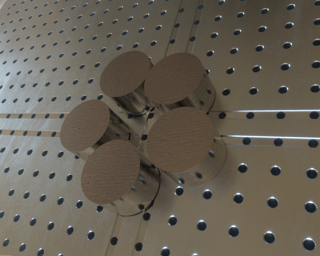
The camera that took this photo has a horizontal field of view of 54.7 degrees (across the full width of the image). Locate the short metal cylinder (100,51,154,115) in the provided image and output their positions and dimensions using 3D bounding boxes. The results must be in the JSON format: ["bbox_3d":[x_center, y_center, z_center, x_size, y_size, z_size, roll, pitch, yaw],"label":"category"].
[{"bbox_3d":[-0.040,-0.065,0.452,0.080,0.050,0.080,-13,56,21],"label":"short metal cylinder"}]

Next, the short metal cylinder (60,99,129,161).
[{"bbox_3d":[-0.091,0.007,0.436,0.080,0.050,0.080,-13,57,21],"label":"short metal cylinder"}]

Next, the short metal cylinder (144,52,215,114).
[{"bbox_3d":[0.026,-0.052,0.409,0.080,0.050,0.080,-13,56,21],"label":"short metal cylinder"}]

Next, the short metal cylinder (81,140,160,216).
[{"bbox_3d":[-0.048,0.061,0.378,0.080,0.050,0.080,-14,55,21],"label":"short metal cylinder"}]

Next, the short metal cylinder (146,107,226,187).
[{"bbox_3d":[0.031,0.022,0.361,0.080,0.050,0.080,-13,58,21],"label":"short metal cylinder"}]
